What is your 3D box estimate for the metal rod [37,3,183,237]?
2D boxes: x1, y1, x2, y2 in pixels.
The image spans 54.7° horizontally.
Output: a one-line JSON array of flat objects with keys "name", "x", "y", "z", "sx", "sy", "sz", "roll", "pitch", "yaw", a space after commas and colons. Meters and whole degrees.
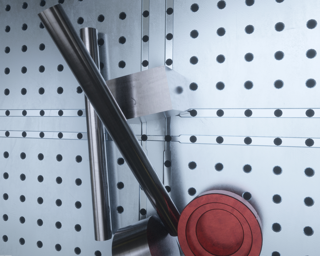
[{"name": "metal rod", "x": -0.041, "y": 0.010, "z": 0.350, "sx": 0.025, "sy": 0.025, "sz": 0.299, "roll": -20, "pitch": 113, "yaw": 19}]

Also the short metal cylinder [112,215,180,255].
[{"name": "short metal cylinder", "x": -0.015, "y": 0.156, "z": 0.388, "sx": 0.050, "sy": 0.080, "sz": 0.080, "roll": -27, "pitch": 81, "yaw": 18}]

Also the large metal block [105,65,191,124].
[{"name": "large metal block", "x": -0.014, "y": -0.037, "z": 0.388, "sx": 0.080, "sy": 0.080, "sz": 0.050, "roll": -12, "pitch": 86, "yaw": 19}]

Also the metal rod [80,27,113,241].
[{"name": "metal rod", "x": -0.092, "y": 0.008, "z": 0.443, "sx": 0.025, "sy": 0.025, "sz": 0.298, "roll": -5, "pitch": 88, "yaw": 19}]

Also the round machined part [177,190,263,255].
[{"name": "round machined part", "x": 0.074, "y": 0.124, "z": 0.377, "sx": 0.098, "sy": 0.042, "sz": 0.097, "roll": 0, "pitch": 90, "yaw": 19}]
